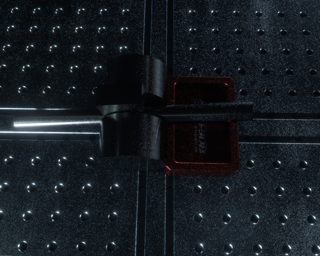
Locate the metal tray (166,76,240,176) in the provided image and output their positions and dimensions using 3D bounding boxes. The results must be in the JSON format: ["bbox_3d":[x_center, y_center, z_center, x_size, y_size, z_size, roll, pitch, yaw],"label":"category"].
[{"bbox_3d":[0.054,-0.004,0.411,0.091,0.030,0.130,1,70,0],"label":"metal tray"}]

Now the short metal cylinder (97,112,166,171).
[{"bbox_3d":[-0.033,0.019,0.375,0.081,0.080,0.050,1,70,0],"label":"short metal cylinder"}]

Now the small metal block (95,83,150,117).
[{"bbox_3d":[-0.041,-0.028,0.358,0.050,0.050,0.025,-2,70,8],"label":"small metal block"}]

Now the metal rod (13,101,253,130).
[{"bbox_3d":[-0.039,-0.015,0.392,0.301,0.025,0.025,-2,70,8],"label":"metal rod"}]

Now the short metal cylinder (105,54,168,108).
[{"bbox_3d":[-0.030,-0.052,0.399,0.081,0.080,0.050,1,70,0],"label":"short metal cylinder"}]
